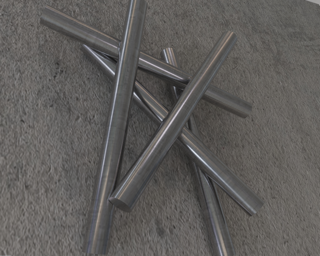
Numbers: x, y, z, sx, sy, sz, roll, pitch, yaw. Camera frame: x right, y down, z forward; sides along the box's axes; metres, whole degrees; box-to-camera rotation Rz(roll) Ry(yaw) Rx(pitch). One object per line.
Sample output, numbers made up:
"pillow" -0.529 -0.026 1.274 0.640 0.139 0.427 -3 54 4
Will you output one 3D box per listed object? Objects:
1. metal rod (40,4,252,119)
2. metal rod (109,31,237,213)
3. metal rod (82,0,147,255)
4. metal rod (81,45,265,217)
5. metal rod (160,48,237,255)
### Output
"metal rod" -0.006 -0.081 0.414 0.302 0.025 0.025 23 53 -17
"metal rod" 0.033 -0.030 0.380 0.025 0.025 0.301 37 57 -4
"metal rod" -0.046 -0.020 0.348 0.025 0.025 0.299 15 69 -20
"metal rod" 0.008 -0.009 0.391 0.300 0.025 0.025 45 51 11
"metal rod" 0.044 0.016 0.417 0.025 0.025 0.299 1 61 -28
